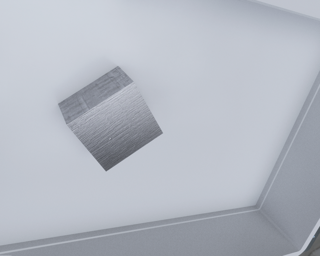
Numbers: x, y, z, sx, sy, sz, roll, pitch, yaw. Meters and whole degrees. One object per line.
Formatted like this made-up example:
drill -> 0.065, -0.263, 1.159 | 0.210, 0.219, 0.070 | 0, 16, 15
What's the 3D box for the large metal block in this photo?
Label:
large metal block -> -0.055, -0.010, 0.357 | 0.080, 0.050, 0.080 | -34, 129, -6
